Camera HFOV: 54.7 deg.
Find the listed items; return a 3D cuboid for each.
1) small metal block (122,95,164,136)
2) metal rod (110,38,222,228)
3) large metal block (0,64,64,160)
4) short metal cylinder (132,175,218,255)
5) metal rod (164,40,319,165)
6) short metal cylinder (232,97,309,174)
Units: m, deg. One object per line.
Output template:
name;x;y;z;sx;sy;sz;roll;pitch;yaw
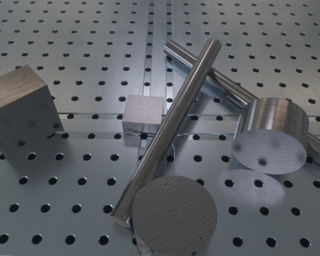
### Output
small metal block;-0.022;-0.018;0.422;0.050;0.025;0.050;4;50;3
metal rod;0.020;-0.015;0.401;0.025;0.025;0.300;20;58;15
large metal block;-0.179;-0.019;0.387;0.080;0.080;0.050;-34;58;-25
short metal cylinder;0.014;0.095;0.311;0.081;0.050;0.080;1;50;0
metal rod;0.112;-0.048;0.449;0.025;0.025;0.300;-33;58;-25
short metal cylinder;0.130;0.010;0.364;0.080;0.080;0.050;16;52;13
